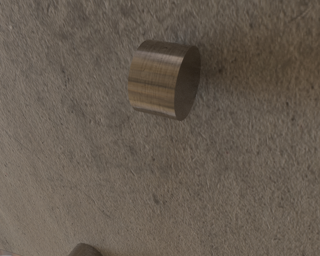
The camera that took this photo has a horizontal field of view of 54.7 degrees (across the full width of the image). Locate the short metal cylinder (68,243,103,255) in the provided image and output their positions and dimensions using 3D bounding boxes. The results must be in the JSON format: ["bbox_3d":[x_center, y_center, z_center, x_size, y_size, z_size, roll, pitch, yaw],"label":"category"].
[{"bbox_3d":[-0.161,0.291,0.653,0.080,0.050,0.079,13,124,20],"label":"short metal cylinder"}]

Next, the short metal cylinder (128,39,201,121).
[{"bbox_3d":[0.007,-0.052,0.334,0.050,0.080,0.079,14,124,20],"label":"short metal cylinder"}]
